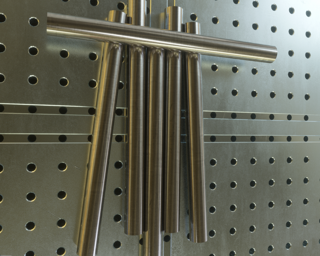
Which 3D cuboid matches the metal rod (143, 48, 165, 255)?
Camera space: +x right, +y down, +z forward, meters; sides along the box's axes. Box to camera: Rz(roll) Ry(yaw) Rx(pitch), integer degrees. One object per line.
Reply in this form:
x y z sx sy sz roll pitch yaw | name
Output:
-0.008 0.041 0.409 0.025 0.025 0.298 1 90 -20 | metal rod

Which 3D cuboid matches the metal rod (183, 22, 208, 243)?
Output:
0.048 0.006 0.430 0.025 0.025 0.298 -2 91 -20 | metal rod

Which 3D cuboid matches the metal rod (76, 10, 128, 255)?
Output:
-0.071 0.005 0.385 0.025 0.025 0.299 8 87 -20 | metal rod

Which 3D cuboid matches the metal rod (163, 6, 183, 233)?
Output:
0.016 -0.011 0.420 0.025 0.025 0.298 1 90 -20 | metal rod

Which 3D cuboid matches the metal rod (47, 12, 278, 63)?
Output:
0.018 -0.110 0.392 0.302 0.025 0.025 2 90 -20 | metal rod

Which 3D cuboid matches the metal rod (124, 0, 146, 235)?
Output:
-0.032 -0.015 0.401 0.025 0.025 0.298 1 90 -20 | metal rod
